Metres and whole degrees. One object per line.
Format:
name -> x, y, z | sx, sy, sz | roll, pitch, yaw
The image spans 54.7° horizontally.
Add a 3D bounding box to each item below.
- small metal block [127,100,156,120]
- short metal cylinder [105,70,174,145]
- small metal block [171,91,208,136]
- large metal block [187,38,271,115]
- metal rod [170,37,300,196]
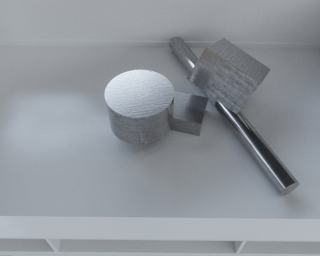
small metal block -> -0.027, -0.019, 0.420 | 0.050, 0.025, 0.050 | 8, 50, 6
short metal cylinder -> -0.024, -0.026, 0.378 | 0.081, 0.050, 0.080 | 0, 50, 0
small metal block -> 0.035, -0.021, 0.423 | 0.050, 0.025, 0.050 | 12, 51, 10
large metal block -> 0.096, -0.074, 0.422 | 0.080, 0.050, 0.080 | 37, 35, 9
metal rod -> 0.087, -0.037, 0.437 | 0.025, 0.025, 0.300 | -18, 53, -15
